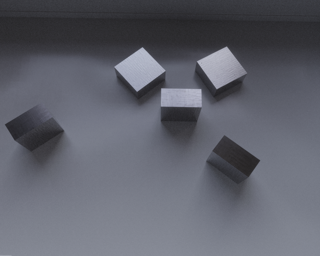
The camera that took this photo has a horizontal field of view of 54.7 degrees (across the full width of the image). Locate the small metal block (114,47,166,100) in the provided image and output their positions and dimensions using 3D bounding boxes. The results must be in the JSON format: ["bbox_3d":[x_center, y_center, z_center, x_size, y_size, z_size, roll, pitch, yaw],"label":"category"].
[{"bbox_3d":[-0.028,-0.077,0.438,0.050,0.025,0.050,-38,75,-13],"label":"small metal block"}]

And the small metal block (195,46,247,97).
[{"bbox_3d":[0.086,-0.080,0.440,0.050,0.025,0.050,-28,73,-10],"label":"small metal block"}]

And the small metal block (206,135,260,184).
[{"bbox_3d":[0.088,0.040,0.383,0.050,0.050,0.025,37,74,12],"label":"small metal block"}]

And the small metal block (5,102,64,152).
[{"bbox_3d":[-0.158,0.000,0.395,0.050,0.050,0.025,-35,74,-12],"label":"small metal block"}]

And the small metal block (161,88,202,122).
[{"bbox_3d":[0.026,-0.029,0.407,0.050,0.050,0.025,1,70,0],"label":"small metal block"}]
